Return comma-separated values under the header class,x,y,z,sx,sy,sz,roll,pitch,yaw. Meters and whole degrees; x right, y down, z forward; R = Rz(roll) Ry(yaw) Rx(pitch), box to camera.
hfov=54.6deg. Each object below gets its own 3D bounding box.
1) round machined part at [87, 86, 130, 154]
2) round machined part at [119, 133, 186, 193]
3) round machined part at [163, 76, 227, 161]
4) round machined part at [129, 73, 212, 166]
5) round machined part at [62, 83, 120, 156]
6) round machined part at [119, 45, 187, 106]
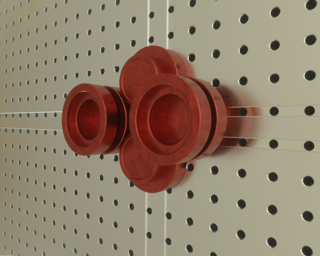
class,x,y,z,sx,sy,sz,roll,pitch,yaw
round machined part,-0.068,-0.011,0.455,0.098,0.042,0.097,0,90,40
round machined part,-0.016,0.038,0.412,0.098,0.042,0.097,0,90,40
round machined part,0.036,-0.010,0.369,0.098,0.042,0.097,0,90,40
round machined part,0.015,-0.009,0.344,0.098,0.042,0.097,0,90,40
round machined part,-0.091,-0.012,0.432,0.098,0.042,0.097,0,90,40
round machined part,-0.016,-0.061,0.412,0.098,0.042,0.097,0,90,40
